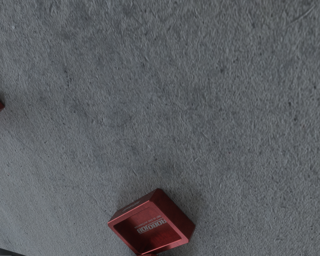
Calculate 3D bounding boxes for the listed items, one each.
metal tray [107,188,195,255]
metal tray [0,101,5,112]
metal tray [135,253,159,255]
[{"bbox_3d":[-0.017,0.162,0.512,0.090,0.030,0.129,48,129,-6],"label":"metal tray"},{"bbox_3d":[-0.341,-0.006,0.541,0.130,0.090,0.030,-27,104,37],"label":"metal tray"},{"bbox_3d":[-0.030,0.265,0.563,0.130,0.030,0.090,-26,127,37],"label":"metal tray"}]
